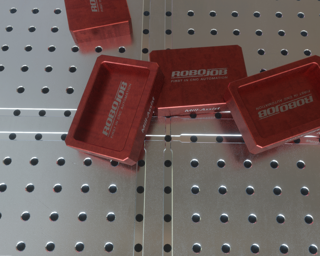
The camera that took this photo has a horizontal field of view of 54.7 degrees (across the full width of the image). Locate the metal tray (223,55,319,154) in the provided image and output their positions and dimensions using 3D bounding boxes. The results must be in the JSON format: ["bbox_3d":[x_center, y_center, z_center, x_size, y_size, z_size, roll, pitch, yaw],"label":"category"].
[{"bbox_3d":[0.158,-0.031,0.389,0.131,0.030,0.090,-19,71,-7],"label":"metal tray"}]

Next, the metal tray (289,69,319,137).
[{"bbox_3d":[0.241,-0.031,0.423,0.131,0.030,0.090,11,70,3],"label":"metal tray"}]

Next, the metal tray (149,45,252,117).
[{"bbox_3d":[0.054,-0.067,0.434,0.131,0.030,0.090,-4,70,-2],"label":"metal tray"}]

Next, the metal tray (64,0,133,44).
[{"bbox_3d":[-0.100,-0.201,0.481,0.091,0.030,0.130,-13,71,-5],"label":"metal tray"}]

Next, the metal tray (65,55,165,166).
[{"bbox_3d":[-0.056,-0.026,0.399,0.090,0.030,0.130,13,76,20],"label":"metal tray"}]
